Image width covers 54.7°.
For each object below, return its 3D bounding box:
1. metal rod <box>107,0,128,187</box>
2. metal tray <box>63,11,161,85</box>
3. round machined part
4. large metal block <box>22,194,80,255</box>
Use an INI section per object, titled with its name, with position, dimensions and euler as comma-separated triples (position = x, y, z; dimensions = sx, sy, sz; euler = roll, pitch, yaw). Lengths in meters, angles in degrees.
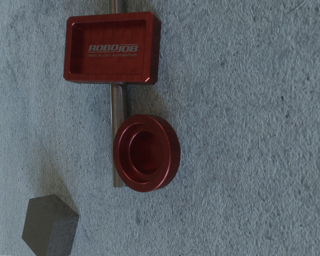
[metal rod]
position = -0.061, -0.065, 0.452
dimensions = 0.025, 0.025, 0.298
euler = -3, 88, 39
[metal tray]
position = -0.067, -0.107, 0.424
dimensions = 0.130, 0.030, 0.089
euler = 4, 90, 19
[round machined part]
position = -0.012, 0.031, 0.402
dimensions = 0.098, 0.042, 0.097
euler = 0, 90, 39
[large metal block]
position = -0.194, 0.175, 0.545
dimensions = 0.080, 0.050, 0.079
euler = 25, 106, 37
